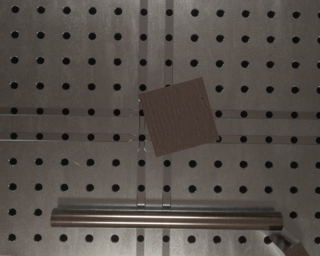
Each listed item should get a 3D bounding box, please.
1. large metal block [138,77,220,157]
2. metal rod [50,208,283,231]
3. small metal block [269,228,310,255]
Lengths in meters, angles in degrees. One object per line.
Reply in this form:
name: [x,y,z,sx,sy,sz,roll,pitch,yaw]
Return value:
large metal block: [0.023,-0.013,0.401,0.080,0.050,0.080,-16,90,-1]
metal rod: [0.010,0.122,0.413,0.302,0.025,0.025,1,90,-1]
small metal block: [0.175,0.166,0.403,0.025,0.050,0.050,-33,90,0]
